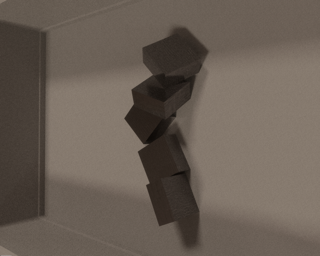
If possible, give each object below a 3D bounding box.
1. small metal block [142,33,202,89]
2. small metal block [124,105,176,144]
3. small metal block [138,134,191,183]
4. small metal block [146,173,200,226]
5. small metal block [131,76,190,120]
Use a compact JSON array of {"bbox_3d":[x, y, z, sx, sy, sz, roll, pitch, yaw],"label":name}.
[{"bbox_3d":[0.014,-0.082,0.375,0.050,0.050,0.025,54,160,26],"label":"small metal block"},{"bbox_3d":[-0.014,-0.014,0.417,0.050,0.025,0.050,51,120,27],"label":"small metal block"},{"bbox_3d":[0.004,0.042,0.401,0.050,0.025,0.050,-34,69,34],"label":"small metal block"},{"bbox_3d":[0.016,0.086,0.376,0.025,0.050,0.050,-31,71,35],"label":"small metal block"},{"bbox_3d":[0.002,-0.041,0.381,0.050,0.050,0.025,24,138,32],"label":"small metal block"}]
